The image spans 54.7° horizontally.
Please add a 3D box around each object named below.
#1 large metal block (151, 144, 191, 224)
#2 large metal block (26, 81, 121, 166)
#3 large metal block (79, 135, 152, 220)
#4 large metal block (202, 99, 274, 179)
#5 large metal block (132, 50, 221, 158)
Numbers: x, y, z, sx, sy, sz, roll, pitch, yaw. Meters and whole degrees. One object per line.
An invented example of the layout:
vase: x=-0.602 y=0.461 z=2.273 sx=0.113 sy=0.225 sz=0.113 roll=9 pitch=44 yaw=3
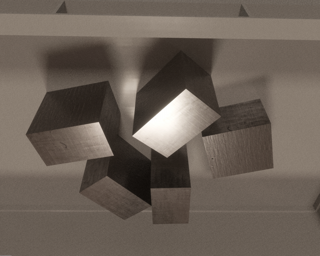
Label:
large metal block: x=0.014 y=0.079 z=0.441 sx=0.050 sy=0.080 sz=0.079 roll=-1 pitch=130 yaw=0
large metal block: x=-0.096 y=-0.007 z=0.366 sx=0.080 sy=0.080 sz=0.050 roll=-9 pitch=130 yaw=7
large metal block: x=-0.056 y=0.066 z=0.429 sx=0.050 sy=0.080 sz=0.080 roll=-33 pitch=123 yaw=25
large metal block: x=0.100 y=0.016 z=0.408 sx=0.080 sy=0.050 sz=0.080 roll=-12 pitch=129 yaw=9
large metal block: x=0.016 y=-0.027 z=0.350 sx=0.050 sy=0.080 sz=0.080 roll=34 pitch=122 yaw=-26
